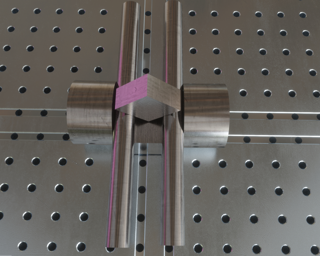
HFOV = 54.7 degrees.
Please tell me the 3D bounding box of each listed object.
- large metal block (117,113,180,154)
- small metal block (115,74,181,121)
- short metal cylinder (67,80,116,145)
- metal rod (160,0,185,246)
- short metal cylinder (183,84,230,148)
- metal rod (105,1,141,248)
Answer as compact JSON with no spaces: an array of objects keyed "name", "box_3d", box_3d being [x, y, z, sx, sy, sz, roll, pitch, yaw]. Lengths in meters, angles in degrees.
[{"name":"large metal block","box_3d":[-0.013,-0.012,0.398,0.081,0.050,0.080,1,70,0]},{"name":"small metal block","box_3d":[-0.013,-0.031,0.339,0.050,0.050,0.025,-17,64,41]},{"name":"short metal cylinder","box_3d":[-0.079,-0.019,0.385,0.050,0.080,0.080,1,70,0]},{"name":"metal rod","box_3d":[0.015,-0.022,0.363,0.025,0.025,0.299,1,70,0]},{"name":"short metal cylinder","box_3d":[0.053,-0.015,0.384,0.050,0.080,0.080,0,70,1]},{"name":"metal rod","box_3d":[-0.040,-0.020,0.362,0.025,0.025,0.299,1,70,0]}]
